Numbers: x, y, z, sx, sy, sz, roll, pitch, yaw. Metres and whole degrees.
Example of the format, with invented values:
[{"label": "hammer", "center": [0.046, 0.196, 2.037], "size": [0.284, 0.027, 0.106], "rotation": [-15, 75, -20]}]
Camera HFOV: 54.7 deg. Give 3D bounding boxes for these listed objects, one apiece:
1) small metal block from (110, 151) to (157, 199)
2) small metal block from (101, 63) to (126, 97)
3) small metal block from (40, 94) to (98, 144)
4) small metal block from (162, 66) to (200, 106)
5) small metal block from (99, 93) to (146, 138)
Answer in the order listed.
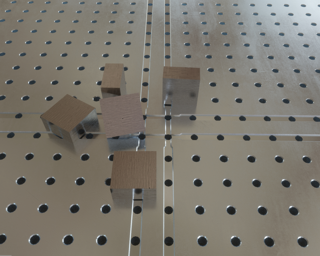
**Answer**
[{"label": "small metal block", "center": [-0.029, 0.055, 0.361], "size": [0.050, 0.025, 0.050], "rotation": [0, 50, -1]}, {"label": "small metal block", "center": [-0.064, -0.056, 0.437], "size": [0.025, 0.050, 0.050], "rotation": [1, 50, 0]}, {"label": "small metal block", "center": [-0.121, -0.013, 0.417], "size": [0.050, 0.025, 0.050], "rotation": [26, 54, 20]}, {"label": "small metal block", "center": [0.029, -0.059, 0.442], "size": [0.050, 0.050, 0.025], "rotation": [3, 50, 2]}, {"label": "small metal block", "center": [-0.049, -0.017, 0.403], "size": [0.050, 0.050, 0.025], "rotation": [-11, 7, -9]}]
